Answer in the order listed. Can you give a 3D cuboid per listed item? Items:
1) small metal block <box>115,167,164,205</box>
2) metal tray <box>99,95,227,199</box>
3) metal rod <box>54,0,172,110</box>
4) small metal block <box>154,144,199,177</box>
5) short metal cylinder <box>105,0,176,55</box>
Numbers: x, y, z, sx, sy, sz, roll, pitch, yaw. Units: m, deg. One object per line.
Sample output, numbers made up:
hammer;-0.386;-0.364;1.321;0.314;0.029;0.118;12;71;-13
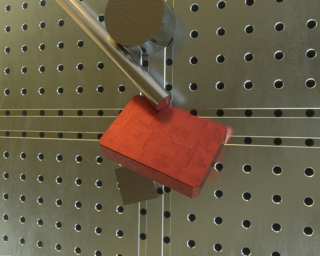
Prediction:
small metal block;-0.028;0.073;0.422;0.050;0.025;0.050;-17;84;19
metal tray;0.004;0.018;0.381;0.130;0.030;0.090;23;58;18
metal rod;-0.091;-0.136;0.430;0.025;0.025;0.300;-47;71;14
small metal block;0.021;0.046;0.391;0.050;0.025;0.050;28;138;17
short metal cylinder;-0.025;-0.141;0.407;0.080;0.050;0.079;0;90;19
